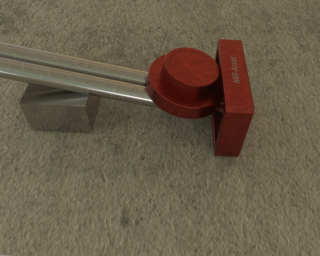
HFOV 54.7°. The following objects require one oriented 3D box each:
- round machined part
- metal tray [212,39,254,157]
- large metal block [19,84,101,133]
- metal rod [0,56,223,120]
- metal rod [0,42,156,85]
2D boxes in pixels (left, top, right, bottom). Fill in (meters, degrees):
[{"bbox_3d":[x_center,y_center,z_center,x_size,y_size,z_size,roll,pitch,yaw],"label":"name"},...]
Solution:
[{"bbox_3d":[0.035,-0.062,0.383,0.099,0.042,0.098,7,52,-9],"label":"round machined part"},{"bbox_3d":[0.087,-0.040,0.396,0.030,0.089,0.130,3,50,2],"label":"metal tray"},{"bbox_3d":[-0.128,-0.042,0.417,0.080,0.050,0.080,3,50,2],"label":"large metal block"},{"bbox_3d":[-0.066,-0.050,0.387,0.302,0.025,0.025,10,50,-8],"label":"metal rod"},{"bbox_3d":[-0.064,-0.070,0.404,0.302,0.025,0.025,10,50,-9],"label":"metal rod"}]
